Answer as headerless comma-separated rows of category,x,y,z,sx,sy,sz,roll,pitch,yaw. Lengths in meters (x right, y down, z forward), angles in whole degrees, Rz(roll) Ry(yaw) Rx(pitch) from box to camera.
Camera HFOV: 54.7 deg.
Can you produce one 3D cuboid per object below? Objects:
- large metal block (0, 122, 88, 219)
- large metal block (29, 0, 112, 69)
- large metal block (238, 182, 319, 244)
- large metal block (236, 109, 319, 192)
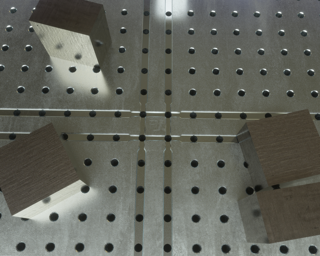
large metal block,-0.146,0.053,0.377,0.080,0.050,0.080,-28,73,-10
large metal block,-0.119,-0.133,0.430,0.080,0.080,0.050,15,71,5
large metal block,0.142,0.097,0.349,0.081,0.080,0.050,-9,71,-4
large metal block,0.153,0.029,0.390,0.081,0.050,0.080,-12,71,-5
